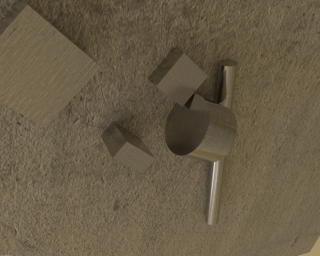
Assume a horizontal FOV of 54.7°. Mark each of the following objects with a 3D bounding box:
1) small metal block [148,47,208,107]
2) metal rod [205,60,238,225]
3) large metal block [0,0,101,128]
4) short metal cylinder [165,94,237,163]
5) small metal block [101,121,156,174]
[{"bbox_3d":[0.023,-0.062,0.382,0.050,0.025,0.050,34,99,-39],"label":"small metal block"},{"bbox_3d":[0.092,0.041,0.484,0.025,0.025,0.298,-15,125,-21],"label":"metal rod"},{"bbox_3d":[-0.118,-0.060,0.290,0.080,0.050,0.080,-47,130,4],"label":"large metal block"},{"bbox_3d":[0.052,0.001,0.402,0.050,0.080,0.080,18,109,-36],"label":"short metal cylinder"},{"bbox_3d":[-0.040,0.024,0.385,0.025,0.050,0.050,-50,129,7],"label":"small metal block"}]
